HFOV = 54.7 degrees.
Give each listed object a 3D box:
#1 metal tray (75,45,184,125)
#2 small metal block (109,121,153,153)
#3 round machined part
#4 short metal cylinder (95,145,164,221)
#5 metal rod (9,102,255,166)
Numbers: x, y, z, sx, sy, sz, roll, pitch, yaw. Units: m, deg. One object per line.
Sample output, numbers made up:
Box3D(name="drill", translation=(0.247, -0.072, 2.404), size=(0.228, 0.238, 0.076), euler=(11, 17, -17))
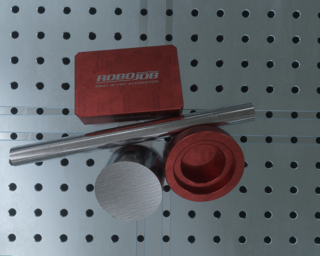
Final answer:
Box3D(name="metal tray", translation=(-0.040, -0.056, 0.396), size=(0.131, 0.030, 0.090), euler=(-5, 71, -1))
Box3D(name="small metal block", translation=(-0.036, 0.015, 0.421), size=(0.050, 0.025, 0.050), euler=(18, 90, -1))
Box3D(name="round machined part", translation=(0.053, 0.041, 0.394), size=(0.099, 0.042, 0.097), euler=(-2, 112, -4))
Box3D(name="short metal cylinder", translation=(-0.035, 0.068, 0.389), size=(0.080, 0.050, 0.079), euler=(1, 109, 5))
Box3D(name="metal rod", translation=(-0.033, 0.007, 0.387), size=(0.302, 0.025, 0.025), euler=(-11, 90, -1))
